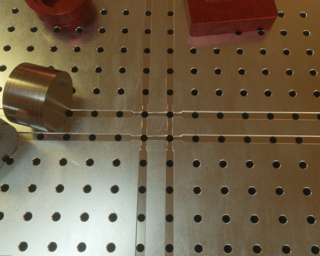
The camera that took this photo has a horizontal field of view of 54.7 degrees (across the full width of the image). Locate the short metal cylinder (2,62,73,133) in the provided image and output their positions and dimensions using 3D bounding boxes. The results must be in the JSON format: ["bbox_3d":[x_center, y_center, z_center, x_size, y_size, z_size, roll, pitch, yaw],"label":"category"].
[{"bbox_3d":[-0.153,-0.039,0.396,0.050,0.080,0.080,14,71,5],"label":"short metal cylinder"}]

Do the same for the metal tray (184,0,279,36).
[{"bbox_3d":[0.106,-0.193,0.480,0.131,0.030,0.090,-6,70,-3],"label":"metal tray"}]

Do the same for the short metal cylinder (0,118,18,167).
[{"bbox_3d":[-0.223,0.017,0.375,0.050,0.080,0.080,31,73,10],"label":"short metal cylinder"}]

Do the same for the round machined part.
[{"bbox_3d":[-0.152,-0.199,0.474,0.099,0.042,0.098,0,70,0],"label":"round machined part"}]
